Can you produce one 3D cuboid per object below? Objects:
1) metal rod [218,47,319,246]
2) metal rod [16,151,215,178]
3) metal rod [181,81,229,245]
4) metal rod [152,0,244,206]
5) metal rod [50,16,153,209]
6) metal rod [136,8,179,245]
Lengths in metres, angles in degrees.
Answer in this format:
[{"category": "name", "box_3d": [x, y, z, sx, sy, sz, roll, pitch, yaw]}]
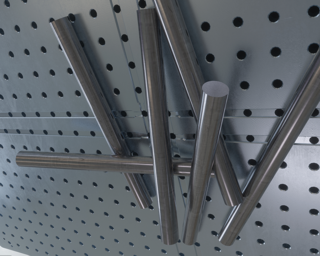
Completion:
[{"category": "metal rod", "box_3d": [0.128, 0.047, 0.372, 0.025, 0.025, 0.298, 24, 127, 13]}, {"category": "metal rod", "box_3d": [-0.071, 0.051, 0.445, 0.301, 0.025, 0.025, 1, 120, 15]}, {"category": "metal rod", "box_3d": [0.049, 0.070, 0.392, 0.025, 0.025, 0.298, 19, 137, 17]}, {"category": "metal rod", "box_3d": [0.042, -0.040, 0.354, 0.025, 0.025, 0.299, -11, 110, 33]}, {"category": "metal rod", "box_3d": [-0.076, -0.008, 0.446, 0.025, 0.025, 0.299, -9, 114, 32]}, {"category": "metal rod", "box_3d": [0.000, 0.012, 0.384, 0.025, 0.025, 0.298, 3, 109, 26]}]
